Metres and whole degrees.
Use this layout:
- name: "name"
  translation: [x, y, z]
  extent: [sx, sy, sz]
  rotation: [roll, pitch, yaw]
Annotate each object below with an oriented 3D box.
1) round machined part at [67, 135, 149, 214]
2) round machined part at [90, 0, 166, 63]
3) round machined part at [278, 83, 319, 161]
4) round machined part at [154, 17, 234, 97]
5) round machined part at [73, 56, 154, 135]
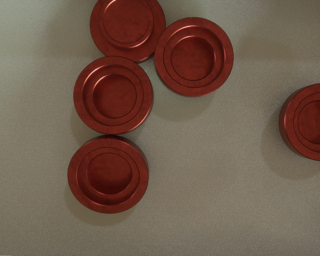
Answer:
- name: "round machined part"
  translation: [-0.063, 0.055, 0.396]
  extent: [0.099, 0.042, 0.097]
  rotation: [0, 102, -1]
- name: "round machined part"
  translation: [-0.042, -0.133, 0.400]
  extent: [0.099, 0.042, 0.097]
  rotation: [0, 93, -1]
- name: "round machined part"
  translation: [0.203, -0.007, 0.404]
  extent: [0.099, 0.042, 0.097]
  rotation: [0, 90, 0]
- name: "round machined part"
  translation: [0.041, -0.088, 0.401]
  extent: [0.099, 0.042, 0.097]
  rotation: [0, 92, -3]
- name: "round machined part"
  translation: [-0.057, -0.040, 0.400]
  extent: [0.099, 0.042, 0.097]
  rotation: [0, 88, 4]
